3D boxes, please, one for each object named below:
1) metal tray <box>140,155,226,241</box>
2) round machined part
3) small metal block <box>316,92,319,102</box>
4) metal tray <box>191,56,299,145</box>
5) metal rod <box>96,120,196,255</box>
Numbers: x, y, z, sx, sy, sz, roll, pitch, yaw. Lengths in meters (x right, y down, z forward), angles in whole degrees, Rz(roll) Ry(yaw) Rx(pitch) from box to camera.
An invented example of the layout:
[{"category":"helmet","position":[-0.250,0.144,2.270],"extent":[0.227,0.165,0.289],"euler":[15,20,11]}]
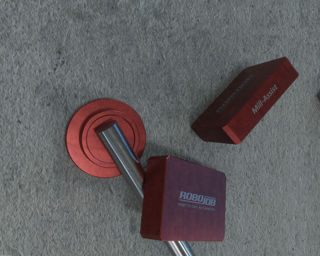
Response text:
[{"category":"metal tray","position":[0.035,0.090,0.381],"extent":[0.131,0.030,0.090],"euler":[22,66,-45]},{"category":"round machined part","position":[-0.064,0.013,0.377],"extent":[0.099,0.042,0.097],"euler":[0,90,-20]},{"category":"small metal block","position":[0.301,-0.049,0.523],"extent":[0.050,0.025,0.050],"euler":[-38,103,-16]},{"category":"metal tray","position":[0.111,-0.036,0.416],"extent":[0.130,0.090,0.030],"euler":[-46,105,-14]},{"category":"metal rod","position":[0.008,0.122,0.386],"extent":[0.025,0.025,0.299],"euler":[-35,112,-17]}]
